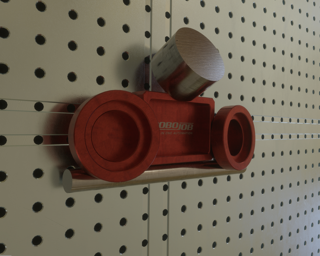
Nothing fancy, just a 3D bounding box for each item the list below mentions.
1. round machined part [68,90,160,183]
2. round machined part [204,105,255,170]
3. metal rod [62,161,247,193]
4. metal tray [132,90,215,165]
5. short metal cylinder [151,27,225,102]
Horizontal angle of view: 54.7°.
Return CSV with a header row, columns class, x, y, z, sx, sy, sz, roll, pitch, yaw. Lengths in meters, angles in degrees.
class,x,y,z,sx,sy,sz,roll,pitch,yaw
round machined part,-0.053,0.009,0.343,0.099,0.042,0.097,2,87,-32
round machined part,0.104,0.015,0.475,0.099,0.042,0.097,2,87,-47
metal rod,0.019,0.059,0.420,0.302,0.025,0.025,2,89,-40
metal tray,0.020,0.001,0.417,0.131,0.030,0.089,1,90,-40
short metal cylinder,0.036,-0.081,0.399,0.080,0.050,0.080,21,52,-29
